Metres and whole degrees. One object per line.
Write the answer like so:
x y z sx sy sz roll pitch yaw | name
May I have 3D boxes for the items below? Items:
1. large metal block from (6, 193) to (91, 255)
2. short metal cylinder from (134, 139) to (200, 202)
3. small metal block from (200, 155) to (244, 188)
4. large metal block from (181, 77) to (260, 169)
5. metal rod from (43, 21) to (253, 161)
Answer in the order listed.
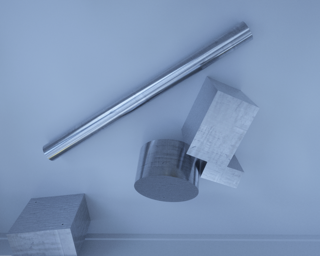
-0.149 0.138 0.431 0.080 0.080 0.050 -6 110 2 | large metal block
0.010 0.057 0.399 0.080 0.050 0.080 5 146 4 | short metal cylinder
0.079 0.051 0.418 0.050 0.050 0.025 18 109 -7 | small metal block
0.068 -0.010 0.379 0.050 0.080 0.079 22 109 -8 | large metal block
-0.023 -0.041 0.395 0.300 0.025 0.025 -31 108 10 | metal rod
